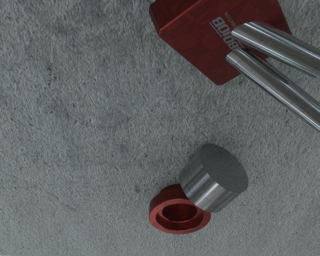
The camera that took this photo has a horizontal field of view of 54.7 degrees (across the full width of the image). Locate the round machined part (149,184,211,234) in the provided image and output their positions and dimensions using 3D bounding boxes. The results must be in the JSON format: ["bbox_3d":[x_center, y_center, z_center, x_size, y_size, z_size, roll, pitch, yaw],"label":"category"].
[{"bbox_3d":[0.032,0.129,0.506,0.099,0.042,0.097,0,130,0],"label":"round machined part"}]

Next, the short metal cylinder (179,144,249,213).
[{"bbox_3d":[0.075,0.069,0.431,0.080,0.080,0.050,24,126,-19],"label":"short metal cylinder"}]

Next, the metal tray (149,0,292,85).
[{"bbox_3d":[0.063,-0.094,0.287,0.090,0.030,0.131,-31,152,23],"label":"metal tray"}]

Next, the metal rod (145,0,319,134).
[{"bbox_3d":[0.087,-0.067,0.312,0.301,0.025,0.025,34,123,-12],"label":"metal rod"}]

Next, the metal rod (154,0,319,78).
[{"bbox_3d":[0.015,-0.115,0.267,0.302,0.025,0.025,22,127,-10],"label":"metal rod"}]
